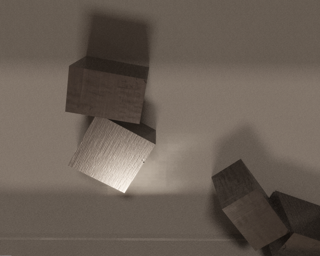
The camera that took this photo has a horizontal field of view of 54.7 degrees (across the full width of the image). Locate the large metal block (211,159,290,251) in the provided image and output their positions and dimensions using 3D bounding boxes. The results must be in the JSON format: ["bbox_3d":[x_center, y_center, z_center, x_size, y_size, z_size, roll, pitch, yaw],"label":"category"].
[{"bbox_3d":[0.119,0.101,0.421,0.050,0.080,0.080,-35,107,12],"label":"large metal block"}]

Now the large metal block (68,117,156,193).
[{"bbox_3d":[-0.060,0.025,0.406,0.080,0.050,0.080,29,107,-11],"label":"large metal block"}]

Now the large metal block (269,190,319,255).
[{"bbox_3d":[0.196,0.144,0.434,0.080,0.080,0.050,20,117,-8],"label":"large metal block"}]

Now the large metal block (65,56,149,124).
[{"bbox_3d":[-0.058,-0.048,0.364,0.081,0.080,0.050,10,110,-4],"label":"large metal block"}]
